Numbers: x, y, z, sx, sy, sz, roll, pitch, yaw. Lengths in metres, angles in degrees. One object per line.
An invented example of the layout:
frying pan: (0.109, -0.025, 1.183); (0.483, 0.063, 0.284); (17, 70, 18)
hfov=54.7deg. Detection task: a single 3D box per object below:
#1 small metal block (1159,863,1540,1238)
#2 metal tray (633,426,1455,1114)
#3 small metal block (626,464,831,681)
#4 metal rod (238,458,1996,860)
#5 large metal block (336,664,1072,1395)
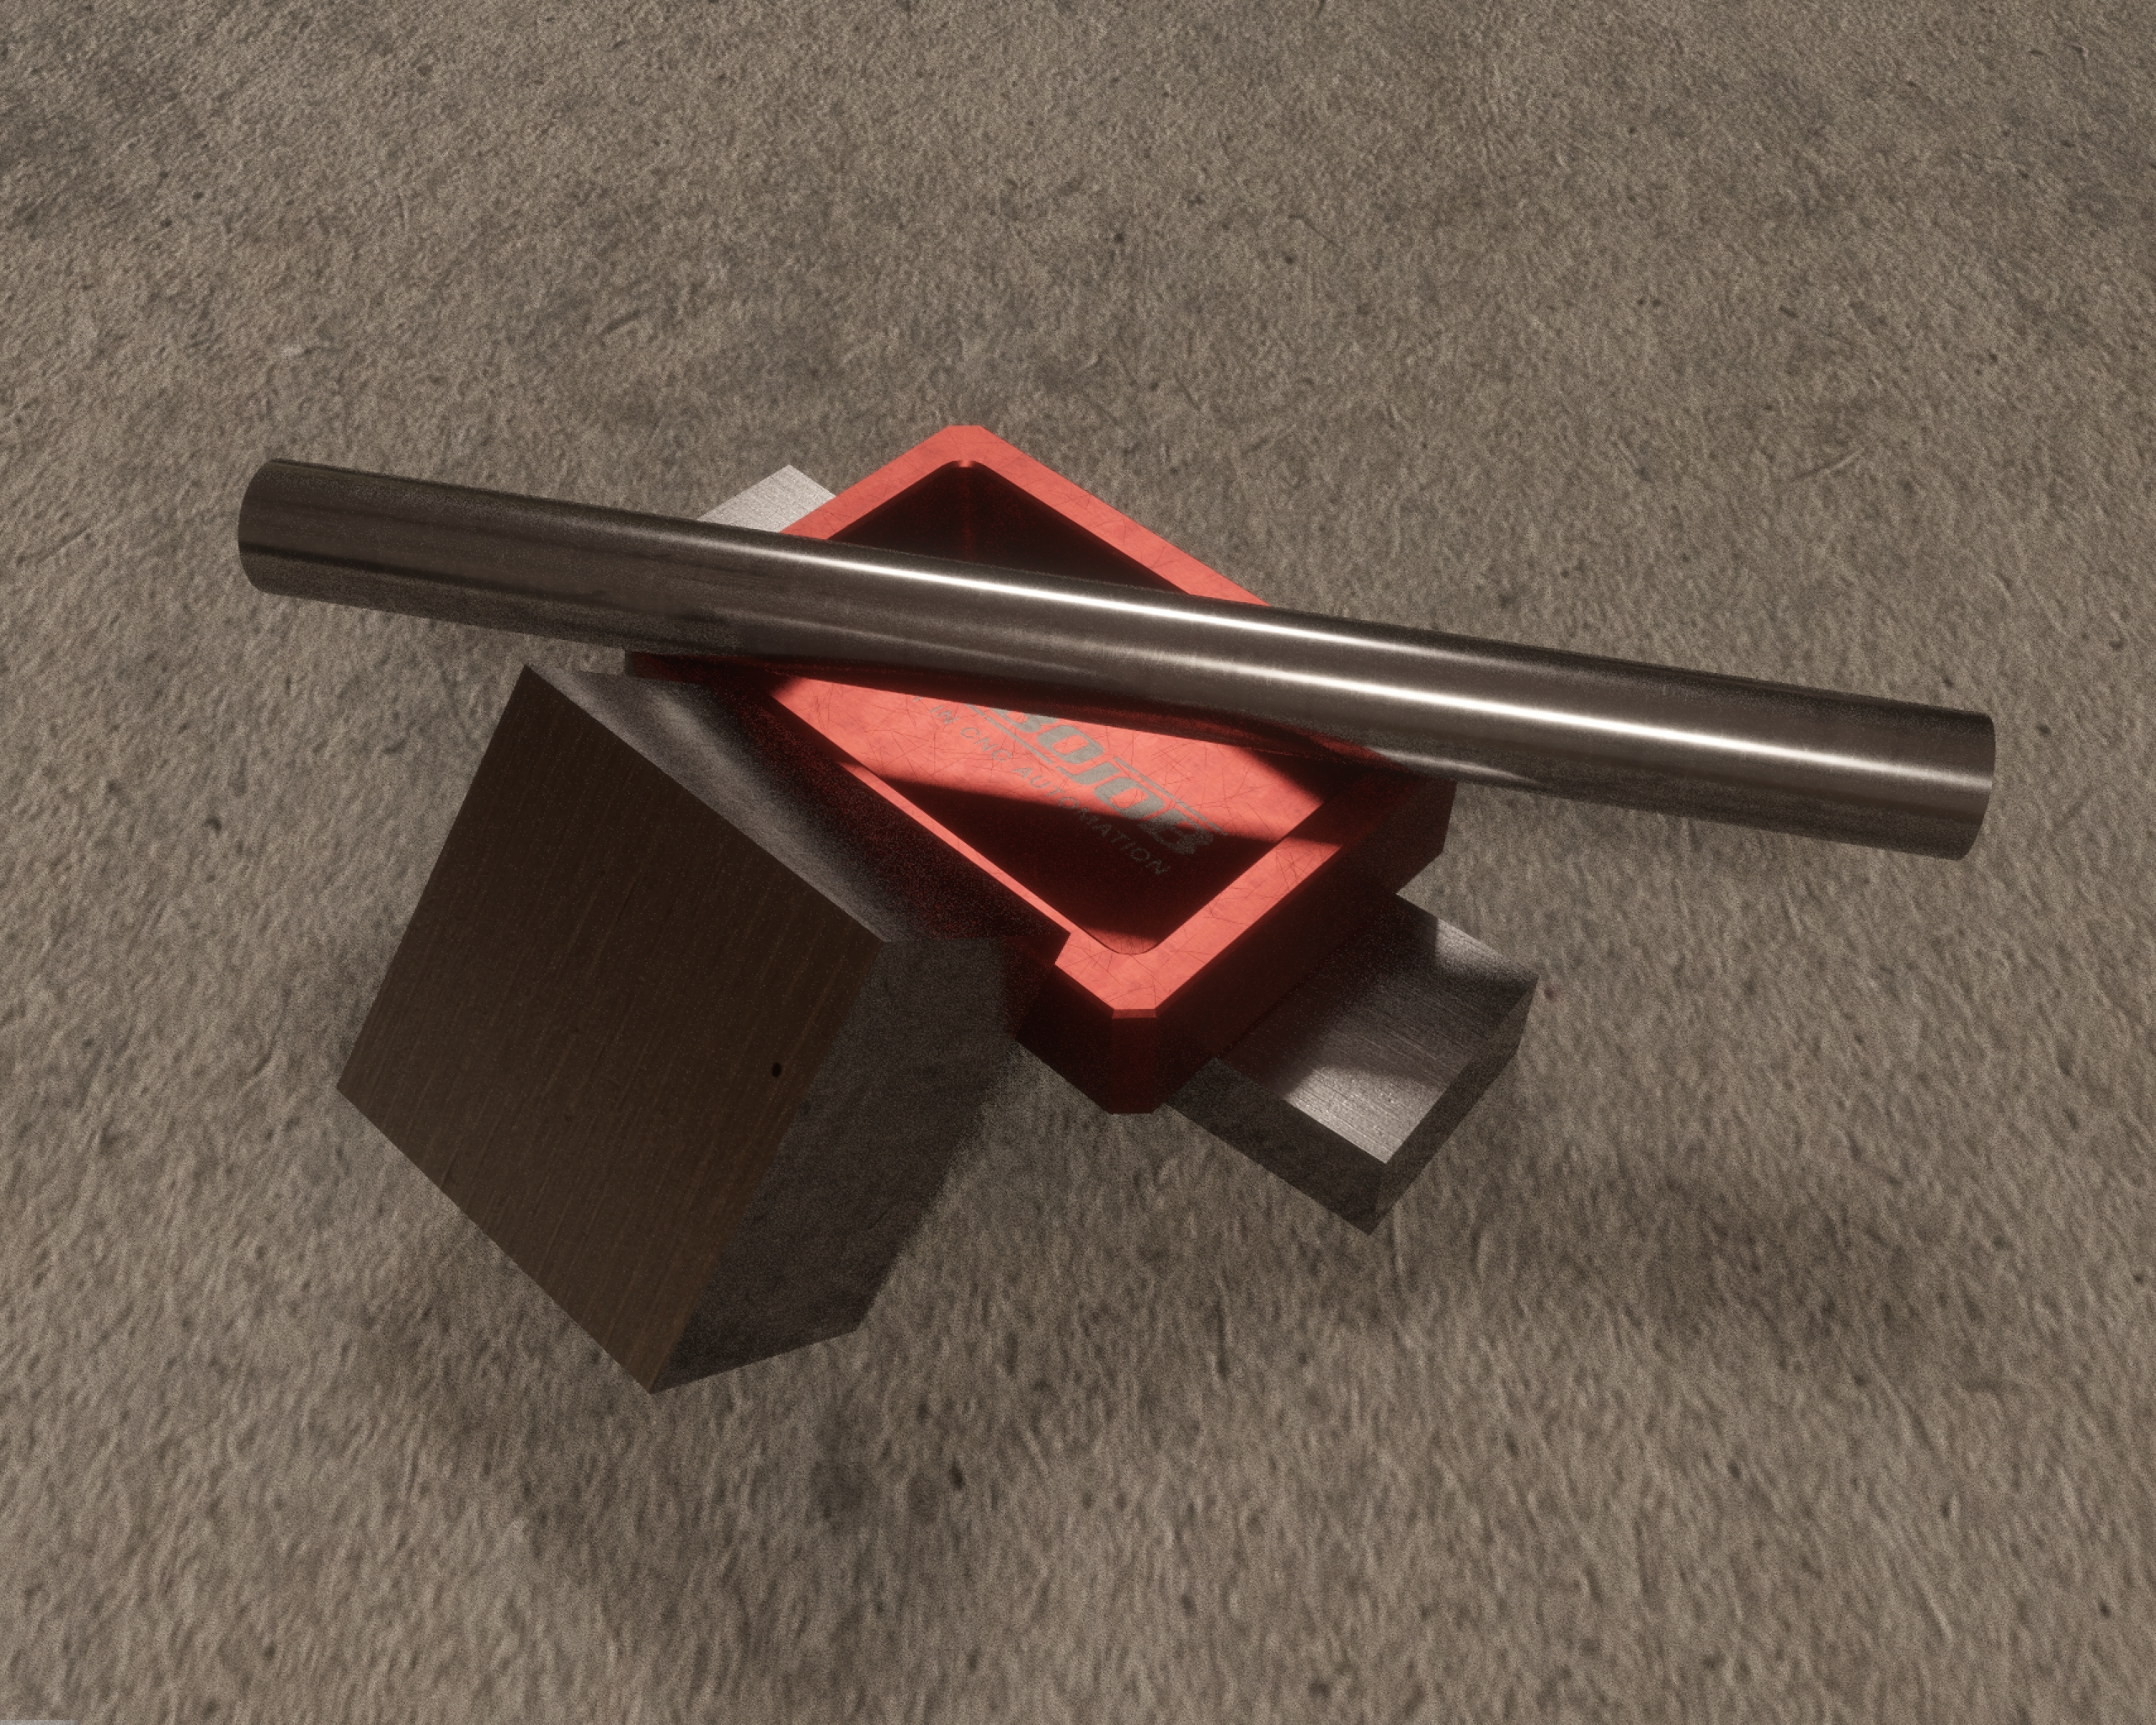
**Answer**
small metal block: (0.047, 0.031, 0.379); (0.050, 0.025, 0.050); (31, 56, 23)
metal tray: (-0.007, -0.023, 0.387); (0.130, 0.030, 0.090); (36, 58, 26)
small metal block: (-0.064, -0.053, 0.448); (0.050, 0.025, 0.050); (37, 59, 26)
metal rod: (0.000, -0.037, 0.364); (0.302, 0.025, 0.025); (9, 51, 7)
large metal block: (-0.062, 0.024, 0.337); (0.080, 0.080, 0.050); (35, 17, 26)
